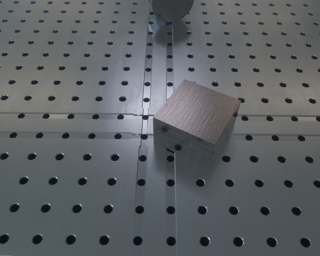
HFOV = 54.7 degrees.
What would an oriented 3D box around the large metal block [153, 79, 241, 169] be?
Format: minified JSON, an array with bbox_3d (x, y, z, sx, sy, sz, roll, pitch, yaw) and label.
[{"bbox_3d":[0.047,-0.008,0.398,0.080,0.050,0.080,25,54,19],"label":"large metal block"}]

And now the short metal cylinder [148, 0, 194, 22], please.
[{"bbox_3d":[0.017,-0.248,0.580,0.081,0.080,0.050,-13,51,-10],"label":"short metal cylinder"}]
